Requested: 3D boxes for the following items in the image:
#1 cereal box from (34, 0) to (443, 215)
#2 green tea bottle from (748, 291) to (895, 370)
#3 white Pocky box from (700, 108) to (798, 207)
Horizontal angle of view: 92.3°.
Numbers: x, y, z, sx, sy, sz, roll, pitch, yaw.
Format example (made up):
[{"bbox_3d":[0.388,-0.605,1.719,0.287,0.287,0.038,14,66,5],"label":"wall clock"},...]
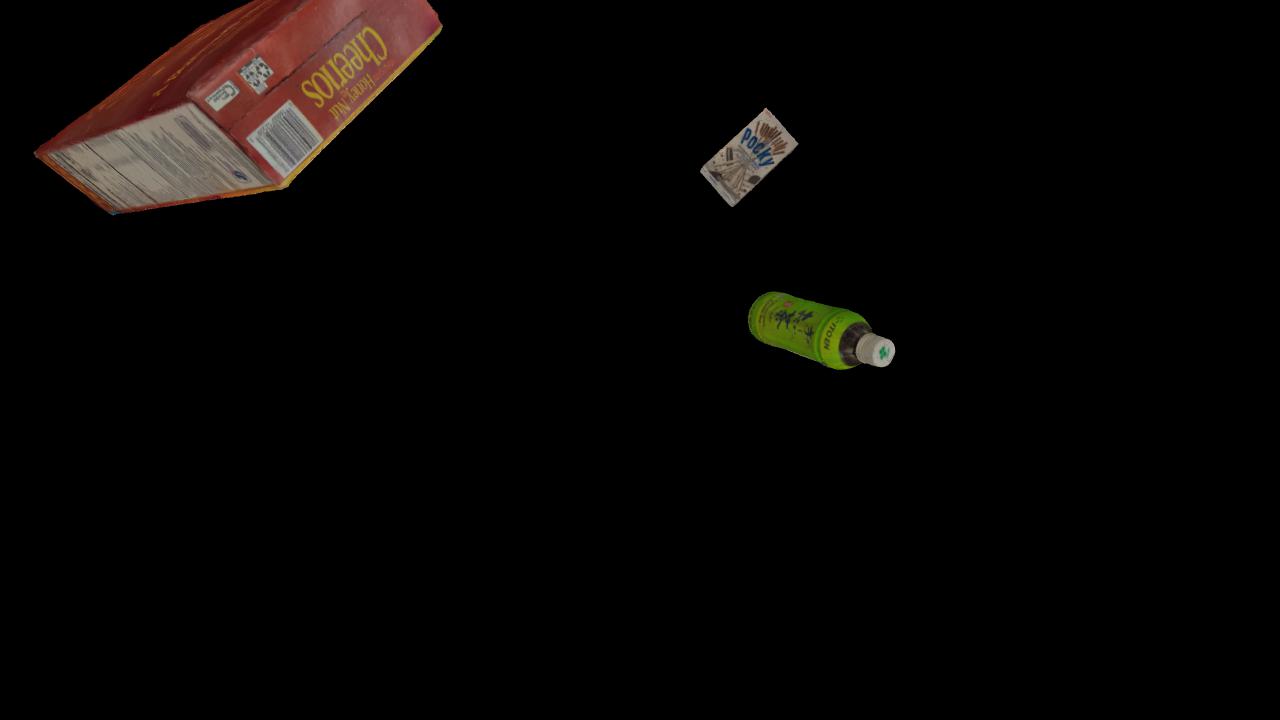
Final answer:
[{"bbox_3d":[-0.331,-0.218,0.501,0.306,0.203,0.081,4,-35,33],"label":"cereal box"},{"bbox_3d":[0.210,-0.032,0.723,0.073,0.073,0.212,0,15,-25],"label":"green tea bottle"},{"bbox_3d":[0.181,-0.335,1.019,0.154,0.084,0.028,-44,5,-8],"label":"white Pocky box"}]
